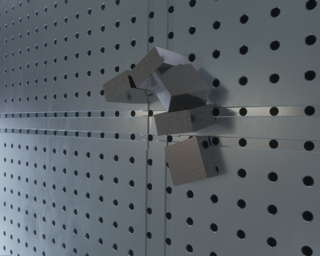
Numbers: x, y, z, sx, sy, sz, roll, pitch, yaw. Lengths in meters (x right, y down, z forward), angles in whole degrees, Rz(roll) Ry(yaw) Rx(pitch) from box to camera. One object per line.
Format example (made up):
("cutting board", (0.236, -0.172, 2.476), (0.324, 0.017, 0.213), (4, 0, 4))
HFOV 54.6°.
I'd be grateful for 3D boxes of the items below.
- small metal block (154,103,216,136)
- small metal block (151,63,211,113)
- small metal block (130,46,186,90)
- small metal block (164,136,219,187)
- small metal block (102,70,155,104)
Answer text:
("small metal block", (0.030, -0.010, 0.367), (0.050, 0.050, 0.025), (-6, 97, 40))
("small metal block", (0.023, -0.048, 0.365), (0.025, 0.050, 0.050), (100, 149, -45))
("small metal block", (-0.001, -0.073, 0.395), (0.050, 0.050, 0.025), (-38, 66, 33))
("small metal block", (0.037, 0.041, 0.379), (0.050, 0.025, 0.050), (-23, 76, 38))
("small metal block", (-0.042, -0.055, 0.429), (0.050, 0.050, 0.025), (-22, 76, 38))
